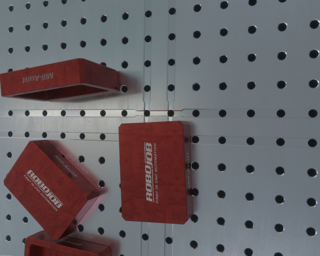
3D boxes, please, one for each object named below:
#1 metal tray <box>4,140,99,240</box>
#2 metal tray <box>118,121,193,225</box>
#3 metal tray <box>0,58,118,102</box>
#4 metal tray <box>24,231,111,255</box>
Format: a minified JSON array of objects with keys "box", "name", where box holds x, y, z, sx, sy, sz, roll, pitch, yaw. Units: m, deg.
[{"box":[-0.167,0.091,0.470,0.130,0.030,0.090,41,103,15],"name":"metal tray"},{"box":[-0.006,0.057,0.412,0.090,0.030,0.129,-3,89,20],"name":"metal tray"},{"box":[-0.136,-0.062,0.426,0.130,0.090,0.030,-6,88,20],"name":"metal tray"},{"box":[-0.140,0.213,0.460,0.130,0.030,0.090,5,92,20],"name":"metal tray"}]
